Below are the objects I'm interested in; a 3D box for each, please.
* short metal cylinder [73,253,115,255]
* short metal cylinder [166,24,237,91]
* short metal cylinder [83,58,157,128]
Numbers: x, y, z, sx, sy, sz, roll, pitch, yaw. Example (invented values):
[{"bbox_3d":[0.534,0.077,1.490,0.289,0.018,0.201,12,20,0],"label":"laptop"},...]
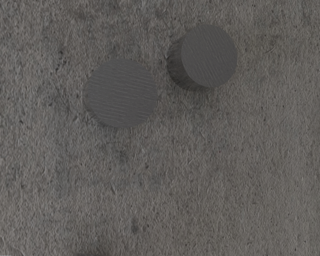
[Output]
[{"bbox_3d":[-0.078,0.187,0.351,0.050,0.080,0.080,14,86,-20],"label":"short metal cylinder"},{"bbox_3d":[0.055,-0.092,0.416,0.081,0.050,0.080,0,90,-20],"label":"short metal cylinder"},{"bbox_3d":[-0.050,-0.040,0.377,0.081,0.050,0.080,0,90,-20],"label":"short metal cylinder"}]
